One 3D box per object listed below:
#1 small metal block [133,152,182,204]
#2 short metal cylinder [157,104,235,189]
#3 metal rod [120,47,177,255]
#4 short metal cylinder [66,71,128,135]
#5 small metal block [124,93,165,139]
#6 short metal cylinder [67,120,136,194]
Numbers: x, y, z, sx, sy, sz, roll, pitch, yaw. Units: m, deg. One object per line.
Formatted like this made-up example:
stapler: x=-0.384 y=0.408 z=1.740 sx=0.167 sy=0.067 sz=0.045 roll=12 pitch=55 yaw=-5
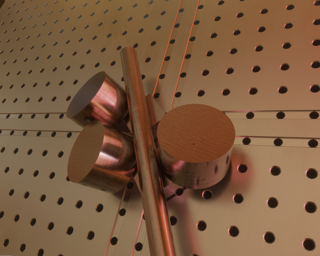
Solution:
small metal block: x=-0.002 y=0.057 z=0.370 sx=0.050 sy=0.025 sz=0.050 roll=-35 pitch=51 yaw=5
short metal cylinder: x=0.038 y=0.019 z=0.339 sx=0.080 sy=0.050 sz=0.080 roll=-2 pitch=49 yaw=2
metal rod: x=-0.022 y=0.006 z=0.378 sx=0.025 sy=0.025 sz=0.299 roll=-23 pitch=53 yaw=14
short metal cylinder: x=-0.085 y=-0.033 z=0.434 sx=0.080 sy=0.050 sz=0.080 roll=-34 pitch=33 yaw=26
small metal block: x=-0.017 y=-0.011 z=0.420 sx=0.050 sy=0.025 sz=0.050 roll=-37 pitch=51 yaw=3
short metal cylinder: x=-0.072 y=0.036 z=0.386 sx=0.080 sy=0.050 sz=0.080 roll=-31 pitch=45 yaw=38
